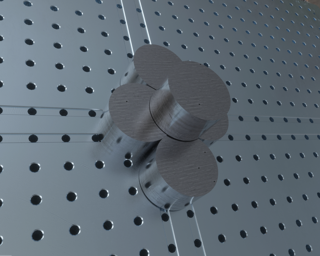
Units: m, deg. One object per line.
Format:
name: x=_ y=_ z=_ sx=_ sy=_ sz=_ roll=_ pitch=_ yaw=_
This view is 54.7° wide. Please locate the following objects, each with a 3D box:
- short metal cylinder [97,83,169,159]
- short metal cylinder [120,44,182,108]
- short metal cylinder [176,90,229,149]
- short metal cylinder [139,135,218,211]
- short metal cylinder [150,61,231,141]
short metal cylinder: x=-0.031 y=-0.008 z=0.380 sx=0.081 sy=0.050 sz=0.080 roll=14 pitch=56 yaw=-21
short metal cylinder: x=-0.008 y=-0.068 z=0.428 sx=0.081 sy=0.050 sz=0.080 roll=14 pitch=56 yaw=-22
short metal cylinder: x=0.045 y=-0.008 z=0.420 sx=0.081 sy=0.050 sz=0.080 roll=14 pitch=56 yaw=-21
short metal cylinder: x=0.022 y=0.052 z=0.371 sx=0.081 sy=0.050 sz=0.080 roll=14 pitch=54 yaw=-20
short metal cylinder: x=0.035 y=-0.031 z=0.364 sx=0.081 sy=0.050 sz=0.080 roll=14 pitch=56 yaw=-21
